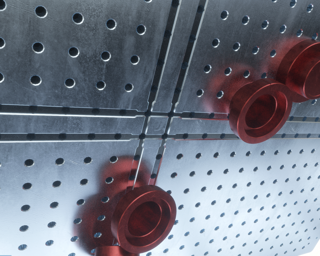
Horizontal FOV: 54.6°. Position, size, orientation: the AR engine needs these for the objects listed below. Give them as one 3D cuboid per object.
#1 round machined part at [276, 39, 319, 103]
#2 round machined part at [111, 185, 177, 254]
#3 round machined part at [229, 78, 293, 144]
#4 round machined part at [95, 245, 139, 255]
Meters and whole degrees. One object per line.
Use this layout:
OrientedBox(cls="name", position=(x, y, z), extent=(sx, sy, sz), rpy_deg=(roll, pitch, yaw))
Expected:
OrientedBox(cls="round machined part", position=(0.231, -0.082, 0.474), extent=(0.099, 0.042, 0.097), rpy_deg=(-14, 124, -21))
OrientedBox(cls="round machined part", position=(-0.027, 0.128, 0.454), extent=(0.099, 0.042, 0.097), rpy_deg=(-12, 112, -32))
OrientedBox(cls="round machined part", position=(0.143, -0.029, 0.460), extent=(0.099, 0.042, 0.097), rpy_deg=(-14, 124, -21))
OrientedBox(cls="round machined part", position=(-0.065, 0.204, 0.469), extent=(0.099, 0.042, 0.098), rpy_deg=(1, 153, 1))
